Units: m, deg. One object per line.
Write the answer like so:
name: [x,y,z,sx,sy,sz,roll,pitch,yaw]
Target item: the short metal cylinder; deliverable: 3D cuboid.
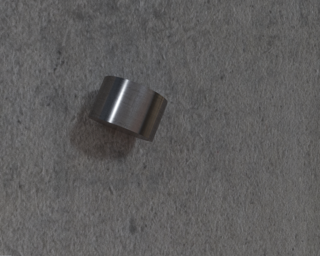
short metal cylinder: [-0.037,-0.021,0.367,0.080,0.080,0.050,23,82,-19]
